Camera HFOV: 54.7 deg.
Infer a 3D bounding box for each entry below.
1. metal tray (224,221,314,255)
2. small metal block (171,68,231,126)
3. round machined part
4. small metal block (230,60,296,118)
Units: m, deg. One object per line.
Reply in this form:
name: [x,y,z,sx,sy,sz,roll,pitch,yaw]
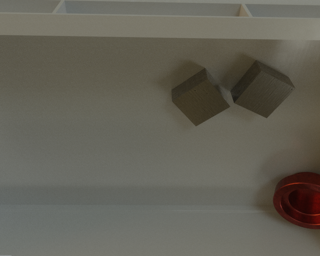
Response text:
metal tray: [0.184,0.205,0.543,0.131,0.090,0.030,-2,108,1]
small metal block: [0.050,-0.037,0.379,0.050,0.025,0.050,-31,124,23]
round machined part: [0.229,0.106,0.476,0.098,0.042,0.097,16,131,19]
small metal block: [0.122,-0.046,0.372,0.050,0.025,0.050,22,127,-18]
